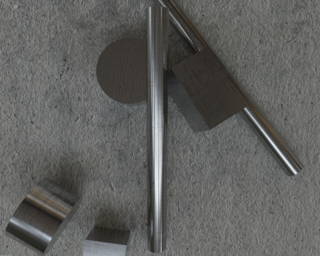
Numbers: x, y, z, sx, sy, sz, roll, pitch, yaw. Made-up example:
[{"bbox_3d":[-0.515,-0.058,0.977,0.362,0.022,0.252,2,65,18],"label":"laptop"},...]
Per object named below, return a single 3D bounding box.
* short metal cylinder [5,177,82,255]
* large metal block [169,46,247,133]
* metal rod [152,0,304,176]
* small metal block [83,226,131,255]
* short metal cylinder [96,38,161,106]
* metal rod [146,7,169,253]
[{"bbox_3d":[-0.140,0.108,0.381,0.050,0.080,0.080,31,90,0],"label":"short metal cylinder"},{"bbox_3d":[0.050,-0.042,0.380,0.050,0.080,0.080,-32,90,-7],"label":"large metal block"},{"bbox_3d":[0.088,-0.062,0.410,0.025,0.025,0.300,-38,90,0],"label":"metal rod"},{"bbox_3d":[-0.067,0.150,0.397,0.050,0.050,0.025,8,90,0],"label":"small metal block"},{"bbox_3d":[-0.036,-0.069,0.397,0.081,0.050,0.080,0,90,0],"label":"short metal cylinder"},{"bbox_3d":[-0.003,0.014,0.374,0.025,0.025,0.298,0,104,0],"label":"metal rod"}]
